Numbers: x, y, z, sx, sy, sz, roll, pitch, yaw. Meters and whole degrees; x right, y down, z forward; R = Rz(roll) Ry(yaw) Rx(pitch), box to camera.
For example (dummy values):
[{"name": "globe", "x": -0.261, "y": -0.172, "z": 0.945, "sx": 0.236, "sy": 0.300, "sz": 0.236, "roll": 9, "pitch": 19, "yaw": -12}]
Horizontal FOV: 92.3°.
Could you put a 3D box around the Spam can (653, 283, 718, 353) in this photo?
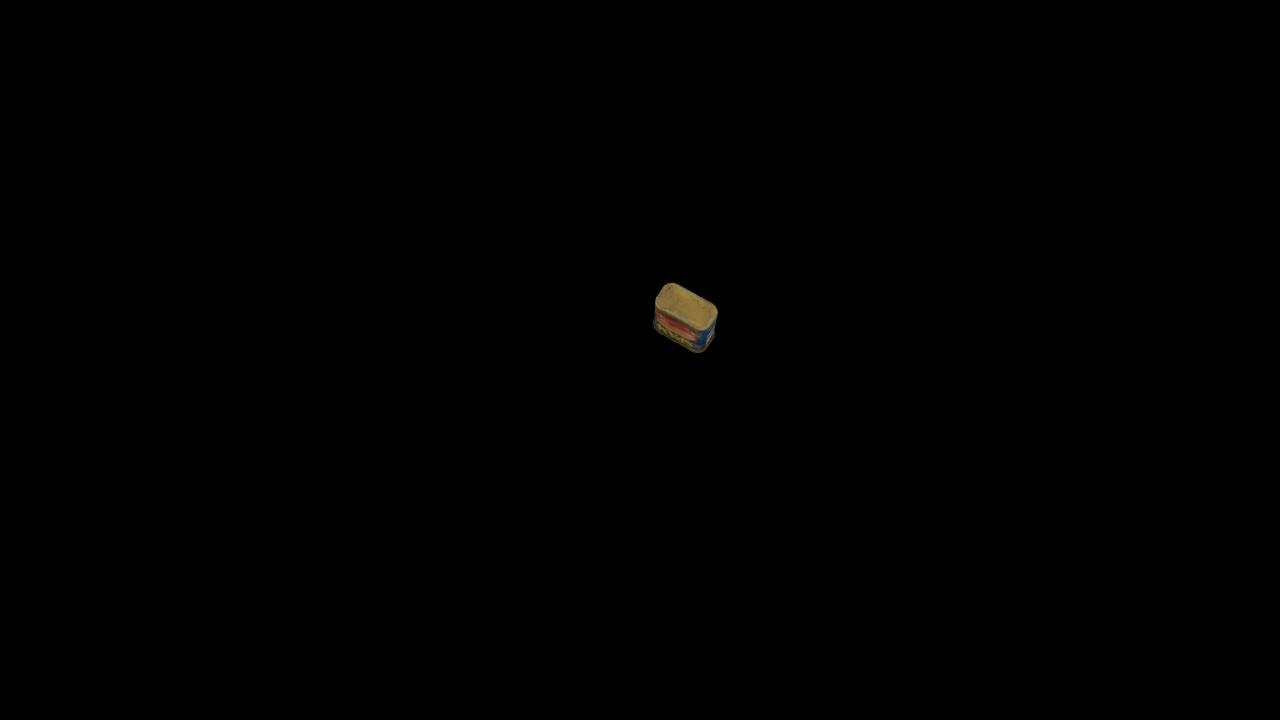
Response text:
[{"name": "Spam can", "x": 0.072, "y": -0.067, "z": 0.978, "sx": 0.101, "sy": 0.058, "sz": 0.085, "roll": 30, "pitch": -19, "yaw": 12}]
